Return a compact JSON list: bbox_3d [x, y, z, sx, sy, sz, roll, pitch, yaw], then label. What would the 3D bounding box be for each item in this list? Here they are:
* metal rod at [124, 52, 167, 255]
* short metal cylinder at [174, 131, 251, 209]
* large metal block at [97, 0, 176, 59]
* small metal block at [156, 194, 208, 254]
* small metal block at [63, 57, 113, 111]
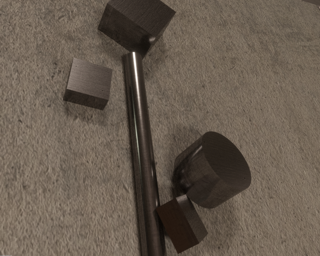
[{"bbox_3d":[-0.020,0.030,0.375,0.025,0.025,0.299,6,59,-25],"label":"metal rod"},{"bbox_3d":[0.064,0.051,0.379,0.080,0.050,0.080,28,38,-24],"label":"short metal cylinder"},{"bbox_3d":[-0.034,-0.164,0.471,0.080,0.050,0.080,34,51,-6],"label":"large metal block"},{"bbox_3d":[0.025,0.103,0.339,0.050,0.025,0.050,62,13,15],"label":"small metal block"},{"bbox_3d":[-0.090,-0.055,0.390,0.050,0.025,0.050,14,56,-21],"label":"small metal block"}]
